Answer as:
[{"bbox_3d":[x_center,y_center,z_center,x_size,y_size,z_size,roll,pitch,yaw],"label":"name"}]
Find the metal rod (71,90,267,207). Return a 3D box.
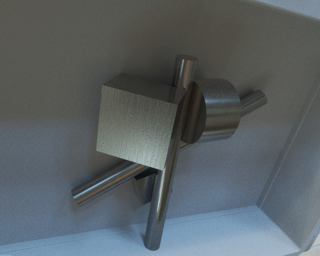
[{"bbox_3d":[0.021,0.023,0.433,0.302,0.025,0.025,-28,128,-11],"label":"metal rod"}]

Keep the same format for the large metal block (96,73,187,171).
[{"bbox_3d":[-0.021,-0.008,0.350,0.080,0.050,0.079,16,117,9],"label":"large metal block"}]

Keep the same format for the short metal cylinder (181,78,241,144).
[{"bbox_3d":[0.055,-0.022,0.388,0.050,0.080,0.079,-5,121,-28],"label":"short metal cylinder"}]

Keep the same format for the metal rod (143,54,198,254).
[{"bbox_3d":[0.009,0.053,0.412,0.025,0.025,0.298,-5,120,-27],"label":"metal rod"}]

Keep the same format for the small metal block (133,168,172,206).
[{"bbox_3d":[-0.012,0.078,0.450,0.050,0.025,0.050,-20,126,-17],"label":"small metal block"}]
